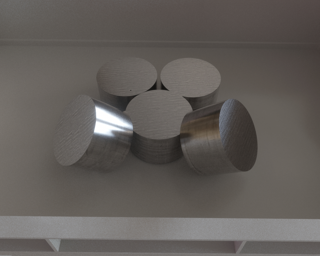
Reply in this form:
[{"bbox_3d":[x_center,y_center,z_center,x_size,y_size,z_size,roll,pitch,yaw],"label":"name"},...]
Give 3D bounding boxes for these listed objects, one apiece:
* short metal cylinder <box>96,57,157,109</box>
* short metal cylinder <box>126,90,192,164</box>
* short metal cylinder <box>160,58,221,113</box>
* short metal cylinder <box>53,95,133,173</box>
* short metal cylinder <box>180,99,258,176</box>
[{"bbox_3d":[-0.044,-0.054,0.430,0.081,0.050,0.080,0,50,0],"label":"short metal cylinder"},{"bbox_3d":[-0.001,-0.002,0.386,0.081,0.050,0.080,0,50,0],"label":"short metal cylinder"},{"bbox_3d":[0.041,-0.053,0.432,0.081,0.050,0.080,0,50,0],"label":"short metal cylinder"},{"bbox_3d":[-0.077,0.008,0.352,0.050,0.080,0.080,22,33,-44],"label":"short metal cylinder"},{"bbox_3d":[0.068,0.012,0.350,0.050,0.080,0.080,-15,37,41],"label":"short metal cylinder"}]
